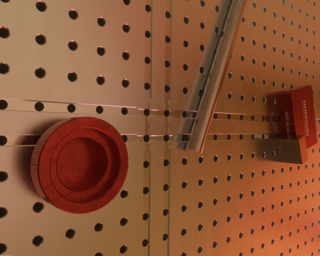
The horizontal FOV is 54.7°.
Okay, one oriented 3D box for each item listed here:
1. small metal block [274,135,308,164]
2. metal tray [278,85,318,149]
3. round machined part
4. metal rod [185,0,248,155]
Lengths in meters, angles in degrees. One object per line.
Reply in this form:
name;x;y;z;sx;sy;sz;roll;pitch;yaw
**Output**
small metal block;0.258;0.042;0.609;0.025;0.050;0.050;-22;104;-38
metal tray;0.290;-0.020;0.649;0.091;0.030;0.129;-17;101;-39
round machined part;-0.086;0.037;0.326;0.099;0.042;0.097;0;90;-40
metal rod;0.096;-0.102;0.488;0.025;0.025;0.299;30;71;-36
